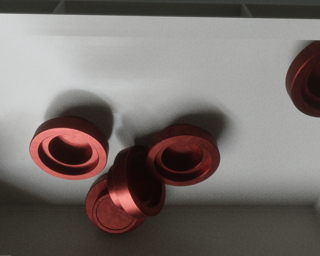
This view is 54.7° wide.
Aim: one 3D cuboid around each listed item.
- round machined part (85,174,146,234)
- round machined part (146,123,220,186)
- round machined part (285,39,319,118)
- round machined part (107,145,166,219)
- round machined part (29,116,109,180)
[{"bbox_3d":[-0.066,0.121,0.475,0.099,0.042,0.097,0,104,-1],"label":"round machined part"},{"bbox_3d":[0.030,0.032,0.425,0.099,0.042,0.097,-1,129,-1],"label":"round machined part"},{"bbox_3d":[0.191,-0.062,0.348,0.099,0.042,0.097,-1,130,0],"label":"round machined part"},{"bbox_3d":[-0.035,0.075,0.426,0.042,0.098,0.098,-20,128,25],"label":"round machined part"},{"bbox_3d":[-0.118,0.022,0.415,0.099,0.042,0.097,-1,130,0],"label":"round machined part"}]
